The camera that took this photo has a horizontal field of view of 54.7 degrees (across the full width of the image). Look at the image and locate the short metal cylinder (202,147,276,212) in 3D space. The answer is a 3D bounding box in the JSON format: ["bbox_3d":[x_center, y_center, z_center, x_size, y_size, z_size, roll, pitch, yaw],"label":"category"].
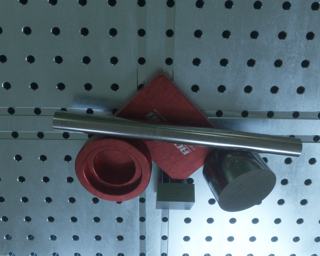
[{"bbox_3d":[0.103,0.065,0.409,0.081,0.050,0.079,-11,131,-13],"label":"short metal cylinder"}]

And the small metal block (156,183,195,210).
[{"bbox_3d":[0.020,0.097,0.435,0.050,0.025,0.050,2,153,-2],"label":"small metal block"}]

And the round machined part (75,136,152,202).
[{"bbox_3d":[-0.059,0.047,0.416,0.099,0.042,0.097,2,116,4],"label":"round machined part"}]

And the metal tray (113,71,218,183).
[{"bbox_3d":[0.014,0.001,0.413,0.090,0.030,0.130,-42,106,13],"label":"metal tray"}]

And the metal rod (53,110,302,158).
[{"bbox_3d":[0.024,0.008,0.383,0.302,0.025,0.025,7,110,-3],"label":"metal rod"}]
